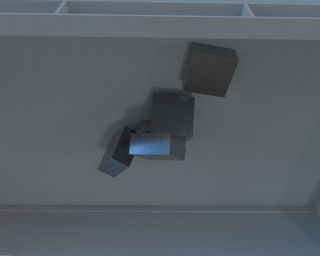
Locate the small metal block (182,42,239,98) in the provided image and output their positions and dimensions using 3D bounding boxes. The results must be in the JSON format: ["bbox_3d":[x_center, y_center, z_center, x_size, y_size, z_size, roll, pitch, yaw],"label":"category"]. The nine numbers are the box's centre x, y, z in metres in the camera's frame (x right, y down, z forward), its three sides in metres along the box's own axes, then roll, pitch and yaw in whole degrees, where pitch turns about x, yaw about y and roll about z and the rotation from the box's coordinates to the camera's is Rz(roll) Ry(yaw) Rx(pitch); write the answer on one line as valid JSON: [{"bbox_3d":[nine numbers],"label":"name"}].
[{"bbox_3d":[0.056,-0.066,0.353,0.050,0.025,0.050,8,130,-7],"label":"small metal block"}]

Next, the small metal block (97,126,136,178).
[{"bbox_3d":[-0.053,0.032,0.408,0.025,0.050,0.050,31,144,-16],"label":"small metal block"}]

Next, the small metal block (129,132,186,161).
[{"bbox_3d":[-0.002,0.023,0.372,0.050,0.025,0.050,-2,166,24],"label":"small metal block"}]

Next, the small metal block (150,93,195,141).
[{"bbox_3d":[0.014,-0.013,0.379,0.050,0.050,0.025,5,167,-5],"label":"small metal block"}]

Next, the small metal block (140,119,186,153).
[{"bbox_3d":[0.005,0.012,0.419,0.050,0.025,0.050,-11,130,9],"label":"small metal block"}]
